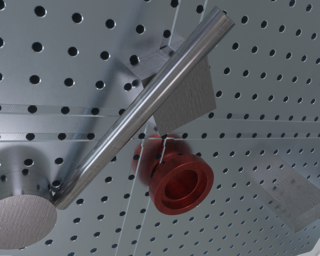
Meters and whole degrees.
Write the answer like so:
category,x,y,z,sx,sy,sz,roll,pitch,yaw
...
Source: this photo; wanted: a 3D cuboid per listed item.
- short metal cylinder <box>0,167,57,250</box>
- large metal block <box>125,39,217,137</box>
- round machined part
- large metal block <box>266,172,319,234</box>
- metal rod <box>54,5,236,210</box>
category,x,y,z,sx,sy,sz,roll,pitch,yaw
short metal cylinder,-0.166,0.093,0.362,0.081,0.050,0.079,-14,124,-21
large metal block,0.015,-0.049,0.373,0.080,0.050,0.080,-27,128,-12
round machined part,0.028,0.079,0.464,0.099,0.042,0.097,-14,124,-21
large metal block,0.269,0.145,0.612,0.080,0.080,0.050,-26,128,-12
metal rod,-0.035,-0.003,0.338,0.025,0.025,0.299,24,122,-37
